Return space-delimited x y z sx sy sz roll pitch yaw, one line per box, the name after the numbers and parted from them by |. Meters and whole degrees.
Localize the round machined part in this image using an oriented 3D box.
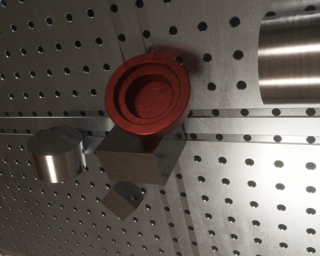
-0.010 -0.034 0.361 0.098 0.098 0.042 17 168 18 | round machined part

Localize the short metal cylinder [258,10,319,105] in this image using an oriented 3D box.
0.120 -0.060 0.275 0.050 0.080 0.079 1 119 27 | short metal cylinder

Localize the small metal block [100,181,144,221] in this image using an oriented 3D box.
-0.064 0.121 0.518 0.050 0.025 0.050 41 129 -1 | small metal block

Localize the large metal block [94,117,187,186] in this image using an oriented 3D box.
-0.021 0.023 0.396 0.080 0.080 0.050 1 127 27 | large metal block

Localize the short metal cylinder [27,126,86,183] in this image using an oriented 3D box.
-0.158 0.039 0.481 0.080 0.080 0.050 13 124 20 | short metal cylinder
